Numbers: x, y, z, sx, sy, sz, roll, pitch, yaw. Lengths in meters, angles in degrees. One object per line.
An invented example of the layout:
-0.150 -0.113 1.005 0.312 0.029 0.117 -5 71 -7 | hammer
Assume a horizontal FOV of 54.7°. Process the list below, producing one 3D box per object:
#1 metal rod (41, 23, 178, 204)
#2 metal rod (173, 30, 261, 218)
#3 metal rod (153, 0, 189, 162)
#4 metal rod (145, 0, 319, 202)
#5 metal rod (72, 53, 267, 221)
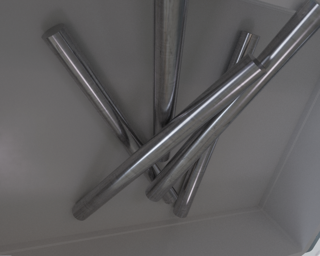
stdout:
-0.043 0.008 0.389 0.025 0.025 0.299 -35 129 -5 | metal rod
0.075 0.010 0.455 0.025 0.025 0.298 3 117 -30 | metal rod
0.005 -0.036 0.305 0.025 0.025 0.299 -24 154 -14 | metal rod
0.063 -0.005 0.346 0.025 0.025 0.298 9 133 -33 | metal rod
-0.011 0.028 0.350 0.025 0.025 0.299 24 127 -37 | metal rod
